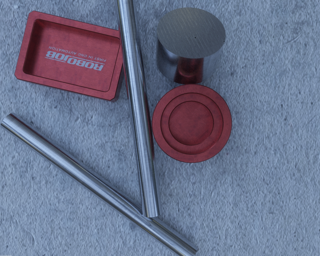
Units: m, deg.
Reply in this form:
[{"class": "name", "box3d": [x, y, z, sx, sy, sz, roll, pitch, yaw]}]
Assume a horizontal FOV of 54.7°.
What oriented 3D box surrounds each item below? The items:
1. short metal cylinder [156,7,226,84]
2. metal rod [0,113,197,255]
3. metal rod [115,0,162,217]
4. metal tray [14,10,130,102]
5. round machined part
[{"class": "short metal cylinder", "box3d": [0.035, -0.101, 0.382, 0.081, 0.050, 0.080, 1, 63, -2]}, {"class": "metal rod", "box3d": [-0.079, 0.079, 0.409, 0.301, 0.025, 0.025, 36, 90, 0]}, {"class": "metal rod", "box3d": [-0.028, -0.038, 0.384, 0.025, 0.025, 0.298, -7, 94, 0]}, {"class": "metal tray", "box3d": [-0.111, -0.092, 0.406, 0.131, 0.030, 0.090, 13, 90, 0]}, {"class": "round machined part", "box3d": [0.039, -0.007, 0.400, 0.099, 0.042, 0.097, 0, 94, 0]}]
